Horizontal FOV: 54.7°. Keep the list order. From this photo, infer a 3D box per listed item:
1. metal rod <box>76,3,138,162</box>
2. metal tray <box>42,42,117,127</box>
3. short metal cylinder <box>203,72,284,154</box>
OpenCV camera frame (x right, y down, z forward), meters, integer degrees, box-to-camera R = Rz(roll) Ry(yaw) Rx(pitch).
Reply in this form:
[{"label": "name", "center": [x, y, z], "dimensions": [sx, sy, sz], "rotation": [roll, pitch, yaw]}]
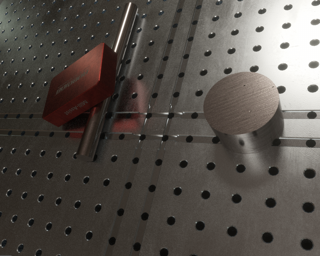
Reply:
[{"label": "metal rod", "center": [-0.079, -0.089, 0.502], "dimensions": [0.025, 0.025, 0.299], "rotation": [-3, 60, 26]}, {"label": "metal tray", "center": [-0.126, -0.066, 0.487], "dimensions": [0.130, 0.030, 0.090], "rotation": [-26, 48, 29]}, {"label": "short metal cylinder", "center": [0.096, -0.017, 0.352], "dimensions": [0.080, 0.050, 0.080], "rotation": [-13, 56, 20]}]
